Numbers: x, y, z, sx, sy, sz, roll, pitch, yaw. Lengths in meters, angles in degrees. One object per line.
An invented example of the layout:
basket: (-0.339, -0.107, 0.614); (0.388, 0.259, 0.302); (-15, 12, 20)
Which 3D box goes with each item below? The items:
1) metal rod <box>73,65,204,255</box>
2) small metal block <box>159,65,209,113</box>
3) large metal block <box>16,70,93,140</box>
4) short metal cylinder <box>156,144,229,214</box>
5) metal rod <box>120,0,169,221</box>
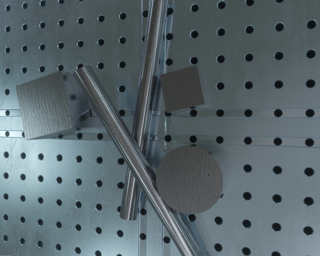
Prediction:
metal rod: (-0.023, 0.054, 0.396); (0.025, 0.025, 0.299); (-31, 89, 17)
small metal block: (0.031, -0.049, 0.401); (0.050, 0.025, 0.050); (-12, 86, 19)
large metal block: (-0.153, -0.030, 0.452); (0.080, 0.050, 0.080); (-14, 86, 19)
short metal cylinder: (0.041, 0.061, 0.384); (0.080, 0.050, 0.079); (0, 90, 19)
metal rod: (-0.022, -0.025, 0.419); (0.025, 0.025, 0.298); (9, 93, 19)
